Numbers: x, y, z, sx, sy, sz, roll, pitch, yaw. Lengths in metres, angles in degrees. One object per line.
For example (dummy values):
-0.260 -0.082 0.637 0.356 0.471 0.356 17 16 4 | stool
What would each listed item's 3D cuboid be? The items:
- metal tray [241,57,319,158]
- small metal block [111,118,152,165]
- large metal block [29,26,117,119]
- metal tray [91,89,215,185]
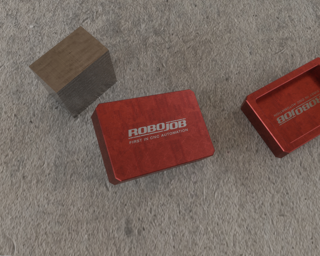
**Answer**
0.189 -0.029 0.418 0.131 0.030 0.090 -28 73 -10 | metal tray
-0.033 0.020 0.384 0.025 0.050 0.050 -9 67 28 | small metal block
-0.107 -0.069 0.403 0.050 0.080 0.080 42 75 13 | large metal block
-0.007 0.007 0.374 0.131 0.030 0.090 -12 77 -26 | metal tray
